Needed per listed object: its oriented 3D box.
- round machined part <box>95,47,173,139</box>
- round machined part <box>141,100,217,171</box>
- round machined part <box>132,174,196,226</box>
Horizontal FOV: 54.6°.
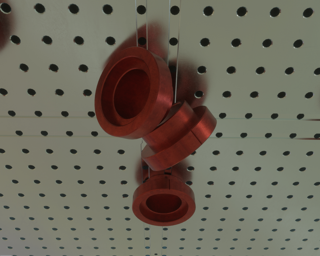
[{"bbox_3d":[-0.024,-0.035,0.341,0.098,0.098,0.042,-39,147,28],"label":"round machined part"},{"bbox_3d":[0.015,0.003,0.371,0.098,0.098,0.042,-33,103,25],"label":"round machined part"},{"bbox_3d":[0.006,0.112,0.495,0.099,0.042,0.097,0,130,0],"label":"round machined part"}]
